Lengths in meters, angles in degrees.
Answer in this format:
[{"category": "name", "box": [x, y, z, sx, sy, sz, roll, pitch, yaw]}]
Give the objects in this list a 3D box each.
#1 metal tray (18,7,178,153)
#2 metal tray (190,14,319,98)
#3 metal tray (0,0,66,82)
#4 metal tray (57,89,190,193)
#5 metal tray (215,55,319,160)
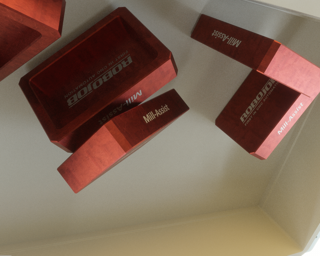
[{"category": "metal tray", "box": [-0.060, -0.049, 0.299, 0.130, 0.090, 0.030, -37, 152, -3]}, {"category": "metal tray", "box": [0.104, -0.083, 0.346, 0.091, 0.130, 0.030, 15, 111, -34]}, {"category": "metal tray", "box": [-0.141, -0.073, 0.220, 0.091, 0.130, 0.030, 19, 66, -44]}, {"category": "metal tray", "box": [-0.032, 0.009, 0.323, 0.090, 0.030, 0.131, -39, 178, 33]}, {"category": "metal tray", "box": [0.145, -0.033, 0.424, 0.030, 0.090, 0.129, 26, 104, -37]}]
